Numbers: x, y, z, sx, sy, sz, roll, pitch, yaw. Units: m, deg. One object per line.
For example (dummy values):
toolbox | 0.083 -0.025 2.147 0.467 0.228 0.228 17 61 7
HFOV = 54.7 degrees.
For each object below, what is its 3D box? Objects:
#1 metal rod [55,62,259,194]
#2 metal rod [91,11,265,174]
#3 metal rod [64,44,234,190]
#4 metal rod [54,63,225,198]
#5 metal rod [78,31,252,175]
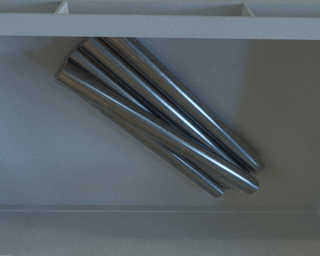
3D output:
metal rod | 0.015 0.012 0.384 0.301 0.025 0.025 31 123 -24
metal rod | 0.041 -0.026 0.385 0.025 0.025 0.301 -36 122 26
metal rod | 0.006 0.001 0.408 0.025 0.025 0.301 -36 122 26
metal rod | -0.009 0.016 0.421 0.025 0.025 0.301 -36 122 26
metal rod | 0.025 -0.011 0.398 0.025 0.025 0.301 -36 122 26
